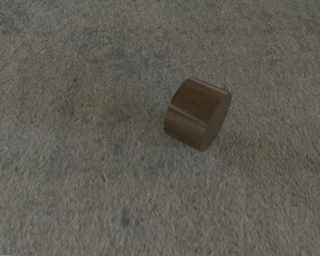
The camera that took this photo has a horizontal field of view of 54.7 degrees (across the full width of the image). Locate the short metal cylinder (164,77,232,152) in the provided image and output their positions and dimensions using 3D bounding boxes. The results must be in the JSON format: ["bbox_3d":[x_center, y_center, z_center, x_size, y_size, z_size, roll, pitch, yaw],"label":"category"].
[{"bbox_3d":[0.047,-0.017,0.382,0.050,0.080,0.080,27,55,20],"label":"short metal cylinder"}]
